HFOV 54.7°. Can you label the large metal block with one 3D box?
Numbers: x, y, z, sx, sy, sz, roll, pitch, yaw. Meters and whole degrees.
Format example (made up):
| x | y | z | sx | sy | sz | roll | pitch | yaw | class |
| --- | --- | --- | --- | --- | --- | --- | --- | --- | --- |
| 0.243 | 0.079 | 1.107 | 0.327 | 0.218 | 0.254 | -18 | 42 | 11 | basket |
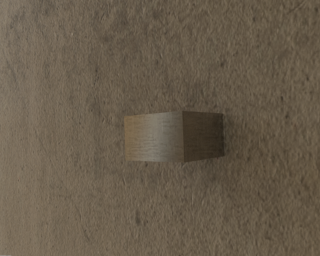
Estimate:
| x | y | z | sx | sy | sz | roll | pitch | yaw | class |
| --- | --- | --- | --- | --- | --- | --- | --- | --- | --- |
| 0.017 | 0.010 | 0.353 | 0.080 | 0.081 | 0.050 | -3 | 88 | 39 | large metal block |
